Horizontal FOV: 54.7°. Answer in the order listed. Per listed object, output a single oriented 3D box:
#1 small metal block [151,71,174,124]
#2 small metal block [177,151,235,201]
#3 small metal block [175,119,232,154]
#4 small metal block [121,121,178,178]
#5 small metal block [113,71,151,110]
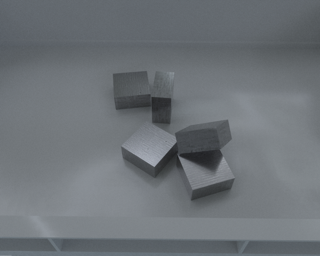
[{"bbox_3d":[0.004,-0.041,0.423,0.025,0.050,0.050,5,50,4],"label":"small metal block"},{"bbox_3d":[0.052,0.051,0.363,0.050,0.025,0.050,-13,51,-11],"label":"small metal block"},{"bbox_3d":[0.053,0.010,0.369,0.050,0.025,0.050,-9,7,28],"label":"small metal block"},{"bbox_3d":[-0.012,0.025,0.383,0.050,0.025,0.050,29,56,22],"label":"small metal block"},{"bbox_3d":[-0.041,-0.055,0.451,0.050,0.025,0.050,-6,50,-5],"label":"small metal block"}]
